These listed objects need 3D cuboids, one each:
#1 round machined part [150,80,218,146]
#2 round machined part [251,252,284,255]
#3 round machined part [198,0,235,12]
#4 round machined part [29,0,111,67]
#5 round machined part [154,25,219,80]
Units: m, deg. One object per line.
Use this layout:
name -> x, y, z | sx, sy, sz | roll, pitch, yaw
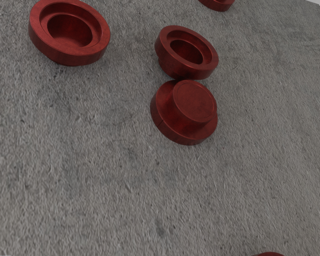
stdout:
round machined part -> 0.039, -0.028, 0.431 | 0.099, 0.042, 0.098 | 14, 56, -21
round machined part -> 0.119, 0.191, 0.340 | 0.099, 0.042, 0.098 | 14, 56, -21
round machined part -> 0.113, -0.288, 0.629 | 0.099, 0.042, 0.098 | 14, 56, -21
round machined part -> -0.118, -0.119, 0.402 | 0.099, 0.042, 0.098 | 14, 56, -21
round machined part -> 0.037, -0.108, 0.472 | 0.099, 0.042, 0.098 | 16, 47, -18
